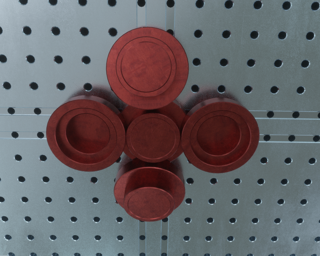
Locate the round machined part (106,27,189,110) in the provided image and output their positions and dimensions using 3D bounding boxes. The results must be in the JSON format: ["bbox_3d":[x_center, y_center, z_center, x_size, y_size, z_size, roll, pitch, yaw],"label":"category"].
[{"bbox_3d":[-0.015,-0.070,0.366,0.099,0.042,0.097,0,96,1],"label":"round machined part"}]

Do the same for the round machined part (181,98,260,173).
[{"bbox_3d":[0.076,0.007,0.407,0.099,0.042,0.097,0,110,-1],"label":"round machined part"}]

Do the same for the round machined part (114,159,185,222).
[{"bbox_3d":[-0.014,0.091,0.425,0.099,0.042,0.097,0,125,0],"label":"round machined part"}]

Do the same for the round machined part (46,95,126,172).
[{"bbox_3d":[-0.092,0.004,0.404,0.099,0.042,0.097,0,110,-1],"label":"round machined part"}]

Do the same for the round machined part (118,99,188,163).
[{"bbox_3d":[-0.009,0.006,0.405,0.099,0.042,0.097,0,110,-1],"label":"round machined part"}]
